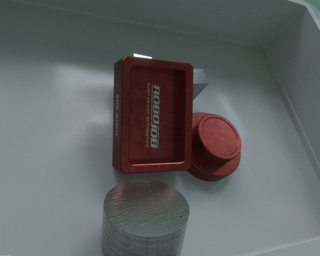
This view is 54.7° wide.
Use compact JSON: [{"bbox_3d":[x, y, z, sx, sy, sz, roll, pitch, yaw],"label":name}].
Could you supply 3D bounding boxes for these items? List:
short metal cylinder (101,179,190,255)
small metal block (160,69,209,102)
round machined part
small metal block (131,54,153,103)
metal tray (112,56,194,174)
[{"bbox_3d":[-0.015,0.094,0.301,0.081,0.050,0.080,7,26,-3],"label":"short metal cylinder"},{"bbox_3d":[0.033,-0.060,0.446,0.050,0.050,0.025,-6,65,-31],"label":"small metal block"},{"bbox_3d":[0.071,0.020,0.423,0.099,0.042,0.098,14,56,-21],"label":"round machined part"},{"bbox_3d":[-0.030,-0.061,0.412,0.025,0.050,0.050,7,59,-22],"label":"small metal block"},{"bbox_3d":[-0.007,-0.014,0.368,0.091,0.030,0.129,1,91,-26],"label":"metal tray"}]
